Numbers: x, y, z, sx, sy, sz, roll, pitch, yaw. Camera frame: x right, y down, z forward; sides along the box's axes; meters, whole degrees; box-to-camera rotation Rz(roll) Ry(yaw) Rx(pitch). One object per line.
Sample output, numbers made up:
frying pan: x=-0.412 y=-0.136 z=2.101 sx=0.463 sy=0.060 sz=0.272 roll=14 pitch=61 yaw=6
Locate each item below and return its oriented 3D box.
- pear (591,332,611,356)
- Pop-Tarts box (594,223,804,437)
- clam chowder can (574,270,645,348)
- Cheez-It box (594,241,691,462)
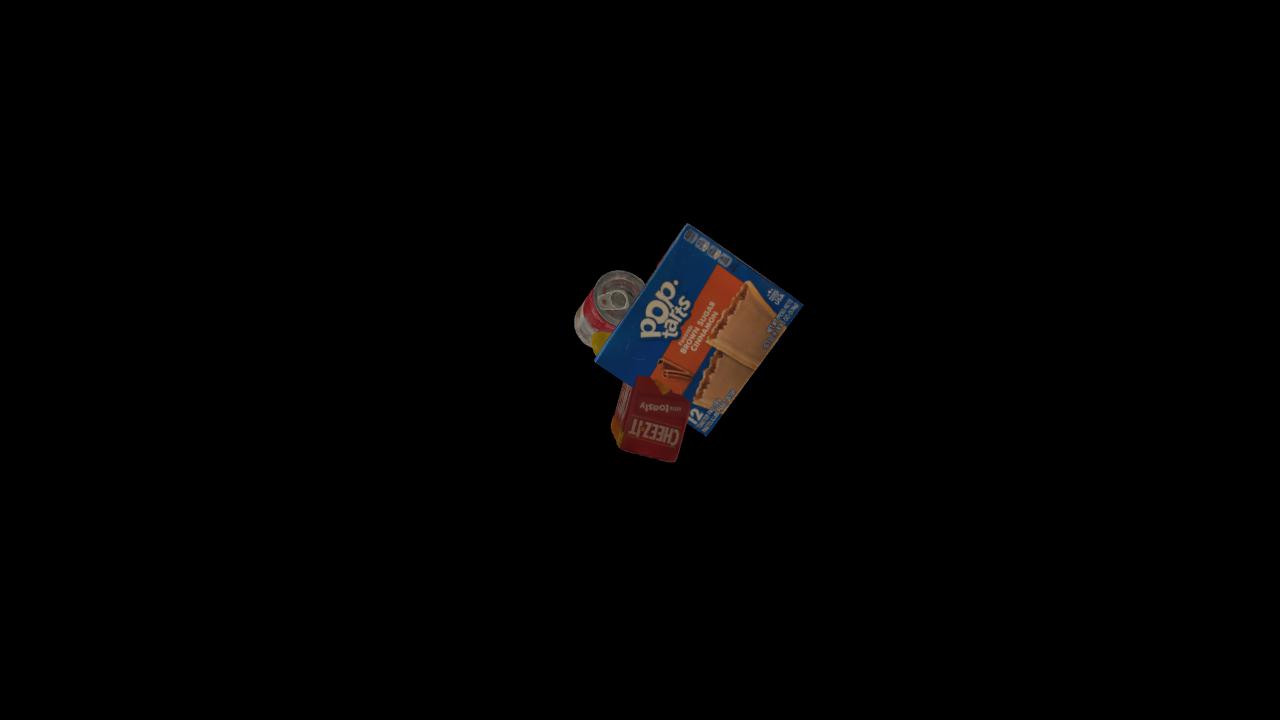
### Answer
pear: x=-0.006 y=-0.038 z=0.723 sx=0.111 sy=0.080 sz=0.080 roll=-45 pitch=-14 yaw=15
Pop-Tarts box: x=0.059 y=-0.034 z=0.643 sx=0.141 sy=0.167 sz=0.083 roll=34 pitch=11 yaw=-4
clam chowder can: x=-0.035 y=-0.056 z=0.727 sx=0.068 sy=0.068 sz=0.102 roll=0 pitch=-15 yaw=-19
Cheez-It box: x=0.028 y=-0.008 z=0.700 sx=0.071 sy=0.223 sz=0.166 roll=15 pitch=-1 yaw=-4
